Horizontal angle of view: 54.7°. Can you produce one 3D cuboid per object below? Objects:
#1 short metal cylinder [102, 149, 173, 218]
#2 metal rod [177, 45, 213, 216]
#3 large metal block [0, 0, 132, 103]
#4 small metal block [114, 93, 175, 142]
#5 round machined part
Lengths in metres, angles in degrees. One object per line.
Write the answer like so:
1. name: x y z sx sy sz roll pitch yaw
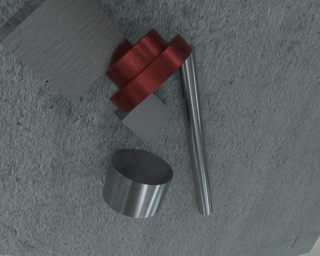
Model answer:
1. short metal cylinder: -0.029 0.069 0.400 0.081 0.080 0.050 4 116 -31
2. metal rod: 0.054 0.025 0.453 0.025 0.025 0.298 -23 127 -15
3. large metal block: -0.087 -0.085 0.291 0.080 0.050 0.080 -43 130 1
4. small metal block: -0.019 -0.018 0.387 0.050 0.025 0.050 -45 130 3
5. round machined part: -0.017 -0.064 0.320 0.098 0.098 0.042 -43 102 1
